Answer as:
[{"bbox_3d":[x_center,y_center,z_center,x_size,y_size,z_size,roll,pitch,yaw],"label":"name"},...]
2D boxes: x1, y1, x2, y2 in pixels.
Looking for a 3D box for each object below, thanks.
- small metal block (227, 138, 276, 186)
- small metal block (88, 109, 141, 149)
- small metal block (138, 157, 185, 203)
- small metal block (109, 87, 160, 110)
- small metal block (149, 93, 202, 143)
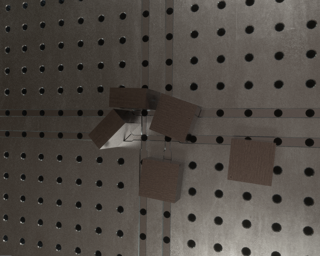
[{"bbox_3d":[0.111,0.040,0.373,0.050,0.025,0.050,6,92,19],"label":"small metal block"},{"bbox_3d":[-0.060,0.001,0.419,0.050,0.050,0.025,-44,77,14],"label":"small metal block"},{"bbox_3d":[0.002,0.068,0.411,0.050,0.025,0.050,8,93,19],"label":"small metal block"},{"bbox_3d":[-0.032,-0.038,0.410,0.050,0.050,0.025,4,92,19],"label":"small metal block"},{"bbox_3d":[0.020,-0.013,0.405,0.050,0.025,0.050,21,97,18],"label":"small metal block"}]
